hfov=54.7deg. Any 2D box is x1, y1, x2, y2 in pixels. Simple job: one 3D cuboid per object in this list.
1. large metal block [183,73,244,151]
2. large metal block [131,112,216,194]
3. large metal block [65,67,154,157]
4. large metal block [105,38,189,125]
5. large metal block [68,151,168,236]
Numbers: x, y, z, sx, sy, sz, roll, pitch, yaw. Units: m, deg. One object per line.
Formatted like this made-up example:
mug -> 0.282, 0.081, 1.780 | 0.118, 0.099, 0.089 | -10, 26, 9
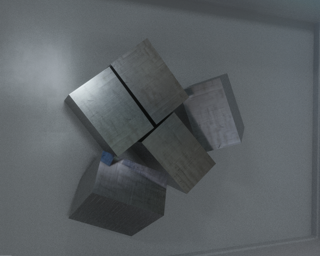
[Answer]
large metal block -> 0.071, -0.022, 0.400 | 0.050, 0.080, 0.080 | -17, 98, 21
large metal block -> 0.009, 0.028, 0.384 | 0.050, 0.080, 0.080 | -44, 104, -15
large metal block -> -0.062, -0.017, 0.358 | 0.050, 0.080, 0.080 | -39, 103, -16
large metal block -> -0.023, -0.051, 0.372 | 0.050, 0.080, 0.080 | -41, 103, -16
large metal block -> -0.048, 0.079, 0.356 | 0.080, 0.080, 0.050 | 23, 48, -19
